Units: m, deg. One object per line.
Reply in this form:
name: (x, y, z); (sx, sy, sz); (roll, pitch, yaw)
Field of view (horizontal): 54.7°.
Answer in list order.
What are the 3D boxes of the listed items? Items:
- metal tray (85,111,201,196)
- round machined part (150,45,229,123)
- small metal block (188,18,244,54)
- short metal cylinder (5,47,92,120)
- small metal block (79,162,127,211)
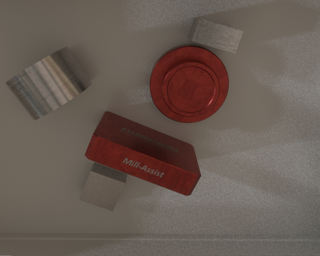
metal tray: (-0.018, 0.028, 0.386); (0.131, 0.090, 0.030); (22, 109, -9)
round machined part: (0.036, -0.052, 0.384); (0.099, 0.042, 0.097); (0, 110, -1)
small metal block: (0.062, -0.108, 0.359); (0.050, 0.050, 0.025); (14, 109, -6)
short metal cylinder: (-0.128, -0.052, 0.361); (0.080, 0.080, 0.050); (-28, 108, 9)
small metal block: (-0.080, 0.084, 0.441); (0.050, 0.025, 0.050); (22, 108, -8)
